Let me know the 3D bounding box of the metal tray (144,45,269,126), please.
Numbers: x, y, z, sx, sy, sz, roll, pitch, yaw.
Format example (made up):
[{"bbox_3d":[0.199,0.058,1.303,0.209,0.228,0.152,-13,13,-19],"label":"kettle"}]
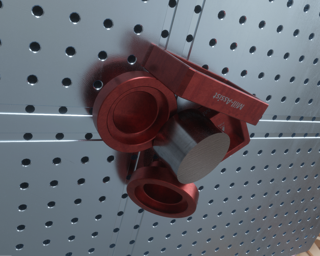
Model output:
[{"bbox_3d":[0.056,-0.050,0.370,0.131,0.090,0.030,16,110,-35],"label":"metal tray"}]

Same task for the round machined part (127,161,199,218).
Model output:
[{"bbox_3d":[0.007,0.083,0.434,0.098,0.042,0.097,12,139,11],"label":"round machined part"}]

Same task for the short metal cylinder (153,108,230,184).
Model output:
[{"bbox_3d":[0.039,0.023,0.384,0.081,0.050,0.080,-26,141,-23],"label":"short metal cylinder"}]

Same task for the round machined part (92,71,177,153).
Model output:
[{"bbox_3d":[-0.032,-0.022,0.370,0.099,0.042,0.097,-14,125,-21],"label":"round machined part"}]

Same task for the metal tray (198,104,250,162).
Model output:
[{"bbox_3d":[0.066,0.018,0.456,0.131,0.030,0.090,-32,129,-8],"label":"metal tray"}]
